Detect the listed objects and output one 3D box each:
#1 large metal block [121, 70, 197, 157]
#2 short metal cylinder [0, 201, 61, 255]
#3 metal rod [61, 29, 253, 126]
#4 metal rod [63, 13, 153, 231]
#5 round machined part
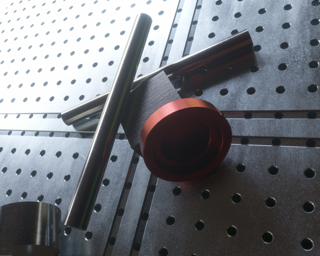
[{"bbox_3d":[-0.004,-0.014,0.402,0.080,0.050,0.080,-33,52,6],"label":"large metal block"},{"bbox_3d":[-0.163,0.129,0.377,0.080,0.080,0.050,-22,54,15],"label":"short metal cylinder"},{"bbox_3d":[-0.014,-0.069,0.456,0.301,0.025,0.025,-22,54,14],"label":"metal rod"},{"bbox_3d":[-0.056,-0.027,0.388,0.025,0.025,0.300,0,61,28],"label":"metal rod"},{"bbox_3d":[0.026,0.010,0.344,0.098,0.098,0.042,-33,35,6],"label":"round machined part"}]
